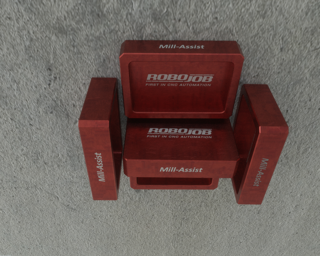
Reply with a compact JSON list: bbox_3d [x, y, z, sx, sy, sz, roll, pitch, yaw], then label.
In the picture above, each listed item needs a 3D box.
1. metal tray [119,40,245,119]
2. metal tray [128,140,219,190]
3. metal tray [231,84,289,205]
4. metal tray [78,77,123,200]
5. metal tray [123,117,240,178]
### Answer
[{"bbox_3d":[0.023,-0.054,0.360,0.131,0.030,0.089,0,133,-1],"label":"metal tray"},{"bbox_3d":[0.021,0.049,0.449,0.131,0.030,0.089,0,129,-1],"label":"metal tray"},{"bbox_3d":[0.114,0.022,0.385,0.030,0.090,0.129,1,130,-1],"label":"metal tray"},{"bbox_3d":[-0.067,0.015,0.378,0.030,0.090,0.129,1,131,-1],"label":"metal tray"},{"bbox_3d":[0.024,0.017,0.383,0.131,0.090,0.030,1,131,-1],"label":"metal tray"}]
